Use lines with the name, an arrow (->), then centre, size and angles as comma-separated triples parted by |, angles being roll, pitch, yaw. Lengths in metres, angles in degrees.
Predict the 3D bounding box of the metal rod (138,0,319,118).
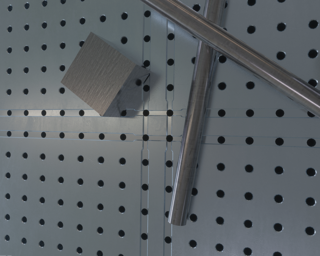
metal rod -> 0.078, -0.097, 0.361 | 0.300, 0.025, 0.025 | 35, 102, 7

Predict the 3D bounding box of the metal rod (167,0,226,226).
metal rod -> 0.047, -0.024, 0.395 | 0.025, 0.025, 0.298 | 11, 94, 19

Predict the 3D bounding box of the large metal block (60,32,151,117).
large metal block -> -0.074, -0.071, 0.425 | 0.080, 0.050, 0.080 | 38, 102, 16
